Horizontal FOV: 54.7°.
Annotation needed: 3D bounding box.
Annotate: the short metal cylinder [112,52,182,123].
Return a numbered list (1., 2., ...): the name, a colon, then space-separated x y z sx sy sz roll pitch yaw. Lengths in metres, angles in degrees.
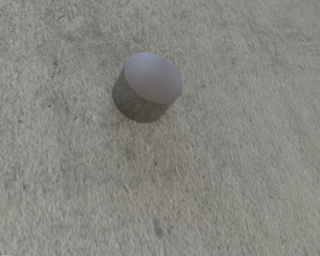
1. short metal cylinder: -0.018 -0.053 0.412 0.081 0.050 0.080 14 56 -21
